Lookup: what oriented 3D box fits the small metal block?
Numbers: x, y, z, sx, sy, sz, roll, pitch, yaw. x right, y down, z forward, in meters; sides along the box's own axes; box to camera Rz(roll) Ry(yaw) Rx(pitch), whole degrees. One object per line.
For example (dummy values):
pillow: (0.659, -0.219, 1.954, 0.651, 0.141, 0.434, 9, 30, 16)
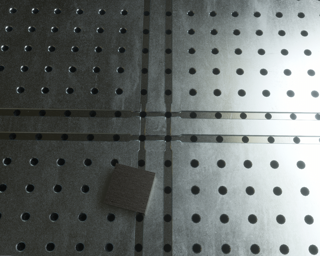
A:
small metal block: (-0.036, 0.076, 0.384, 0.050, 0.025, 0.050, 14, 70, 4)
